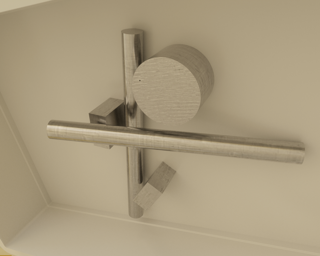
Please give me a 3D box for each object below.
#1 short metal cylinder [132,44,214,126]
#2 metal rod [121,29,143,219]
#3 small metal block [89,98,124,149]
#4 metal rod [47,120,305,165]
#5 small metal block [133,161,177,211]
[{"bbox_3d":[0.016,-0.049,0.353,0.080,0.050,0.079,13,124,20],"label":"short metal cylinder"},{"bbox_3d":[-0.036,0.015,0.435,0.025,0.025,0.298,15,125,19],"label":"metal rod"},{"bbox_3d":[-0.068,-0.007,0.422,0.025,0.050,0.050,12,123,21],"label":"small metal block"},{"bbox_3d":[0.010,0.015,0.370,0.301,0.025,0.025,5,122,10],"label":"metal rod"},{"bbox_3d":[-0.008,0.084,0.447,0.025,0.050,0.050,37,129,3],"label":"small metal block"}]
